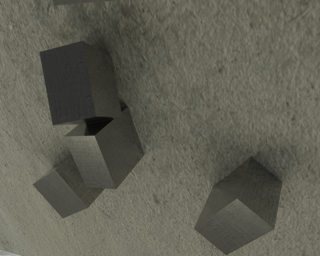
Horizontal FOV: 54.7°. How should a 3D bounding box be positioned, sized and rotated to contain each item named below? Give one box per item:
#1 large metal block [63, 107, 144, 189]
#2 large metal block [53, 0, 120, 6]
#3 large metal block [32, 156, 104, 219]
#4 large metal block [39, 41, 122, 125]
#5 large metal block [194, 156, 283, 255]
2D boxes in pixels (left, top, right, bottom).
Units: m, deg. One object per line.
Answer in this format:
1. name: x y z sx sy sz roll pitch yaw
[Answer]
1. large metal block: -0.072 0.025 0.423 0.050 0.080 0.080 -2 118 29
2. large metal block: -0.052 -0.155 0.302 0.080 0.080 0.050 6 121 24
3. large metal block: -0.157 0.101 0.533 0.080 0.050 0.080 -30 102 37
4. large metal block: -0.088 -0.048 0.363 0.050 0.080 0.080 -11 89 12
5. large metal block: 0.096 0.094 0.378 0.050 0.080 0.080 40 129 1
